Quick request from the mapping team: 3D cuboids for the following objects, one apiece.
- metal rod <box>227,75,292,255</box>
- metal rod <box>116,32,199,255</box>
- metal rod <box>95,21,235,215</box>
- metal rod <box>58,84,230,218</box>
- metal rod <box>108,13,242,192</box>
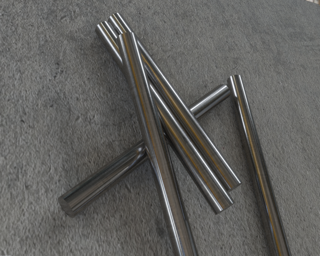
[{"bbox_3d":[0.139,0.049,0.448,0.025,0.025,0.299,8,58,-24],"label":"metal rod"},{"bbox_3d":[-0.002,0.028,0.354,0.025,0.025,0.299,-8,75,-32],"label":"metal rod"},{"bbox_3d":[-0.006,-0.028,0.390,0.025,0.025,0.299,-17,62,-35],"label":"metal rod"},{"bbox_3d":[0.004,0.010,0.399,0.025,0.025,0.302,50,51,6],"label":"metal rod"},{"bbox_3d":[0.008,-0.047,0.410,0.025,0.025,0.299,-17,62,-35],"label":"metal rod"}]
